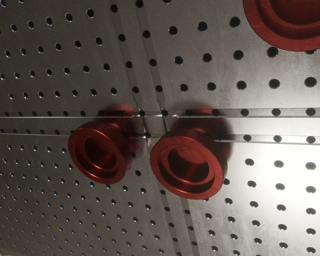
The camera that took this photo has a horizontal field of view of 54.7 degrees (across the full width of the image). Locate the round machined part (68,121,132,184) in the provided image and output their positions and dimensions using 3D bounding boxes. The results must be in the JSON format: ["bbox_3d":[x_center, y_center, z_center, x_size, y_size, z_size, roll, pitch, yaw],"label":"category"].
[{"bbox_3d":[-0.084,0.033,0.463,0.098,0.042,0.097,13,124,20],"label":"round machined part"}]

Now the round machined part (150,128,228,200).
[{"bbox_3d":[0.040,0.042,0.404,0.098,0.042,0.097,13,124,20],"label":"round machined part"}]

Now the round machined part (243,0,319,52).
[{"bbox_3d":[0.124,-0.118,0.262,0.098,0.042,0.097,13,124,20],"label":"round machined part"}]
